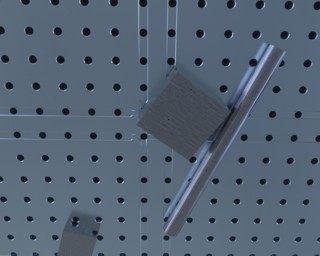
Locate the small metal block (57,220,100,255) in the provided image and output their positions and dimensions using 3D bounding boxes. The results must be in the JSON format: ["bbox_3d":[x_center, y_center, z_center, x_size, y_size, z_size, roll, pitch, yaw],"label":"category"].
[{"bbox_3d":[-0.125,0.175,0.477,0.050,0.025,0.050,15,109,-6],"label":"small metal block"}]

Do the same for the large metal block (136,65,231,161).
[{"bbox_3d":[0.028,-0.020,0.393,0.080,0.050,0.080,35,106,-12],"label":"large metal block"}]

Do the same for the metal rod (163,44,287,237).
[{"bbox_3d":[0.080,0.029,0.424,0.025,0.025,0.298,24,108,-9],"label":"metal rod"}]
